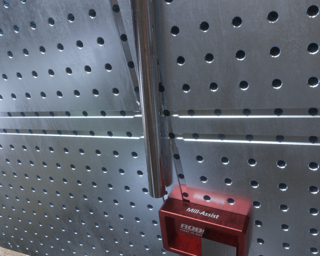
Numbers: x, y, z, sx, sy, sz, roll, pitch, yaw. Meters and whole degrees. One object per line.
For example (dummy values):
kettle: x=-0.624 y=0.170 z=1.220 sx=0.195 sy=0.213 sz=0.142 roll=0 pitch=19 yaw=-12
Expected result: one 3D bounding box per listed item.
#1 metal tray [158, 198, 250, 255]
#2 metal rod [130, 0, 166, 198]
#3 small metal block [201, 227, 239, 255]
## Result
metal tray: x=0.066 y=0.163 z=0.473 sx=0.130 sy=0.030 sz=0.089 roll=8 pitch=122 yaw=24
metal rod: x=-0.012 y=-0.030 z=0.399 sx=0.025 sy=0.025 sz=0.298 roll=10 pitch=123 yaw=23
small metal block: x=0.089 y=0.176 z=0.456 sx=0.050 sy=0.025 sz=0.050 roll=8 pitch=122 yaw=23
